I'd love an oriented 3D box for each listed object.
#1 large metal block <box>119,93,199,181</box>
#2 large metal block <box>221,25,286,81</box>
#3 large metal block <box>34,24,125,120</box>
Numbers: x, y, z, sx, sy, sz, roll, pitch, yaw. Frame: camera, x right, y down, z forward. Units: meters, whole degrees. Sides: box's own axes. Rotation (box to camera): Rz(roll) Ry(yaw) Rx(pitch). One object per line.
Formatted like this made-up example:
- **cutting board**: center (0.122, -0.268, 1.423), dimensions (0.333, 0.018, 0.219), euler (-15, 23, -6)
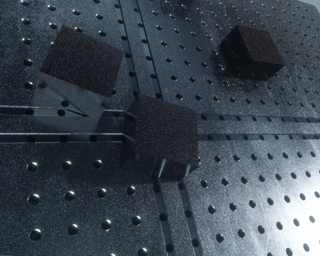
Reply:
- **large metal block**: center (-0.001, 0.013, 0.385), dimensions (0.081, 0.050, 0.080), euler (15, 55, -20)
- **large metal block**: center (0.169, -0.136, 0.569), dimensions (0.081, 0.050, 0.080), euler (0, 62, -28)
- **large metal block**: center (-0.097, -0.068, 0.382), dimensions (0.080, 0.050, 0.080), euler (21, 54, -16)
